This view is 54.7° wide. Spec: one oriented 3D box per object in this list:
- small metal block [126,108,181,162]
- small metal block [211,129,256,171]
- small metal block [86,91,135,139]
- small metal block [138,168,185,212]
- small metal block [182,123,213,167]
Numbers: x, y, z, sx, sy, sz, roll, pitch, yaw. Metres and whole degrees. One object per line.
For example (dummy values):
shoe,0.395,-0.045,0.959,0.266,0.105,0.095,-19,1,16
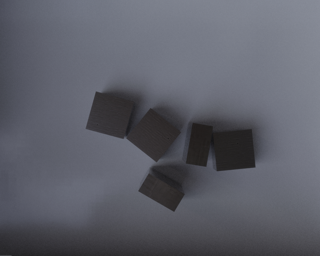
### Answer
small metal block,-0.008,0.009,0.409,0.050,0.025,0.050,39,90,-1
small metal block,0.096,0.028,0.410,0.050,0.025,0.050,-6,90,-1
small metal block,-0.064,-0.016,0.408,0.050,0.025,0.050,15,90,-1
small metal block,0.002,0.077,0.397,0.050,0.050,0.025,30,91,-1
small metal block,0.047,0.020,0.398,0.025,0.050,0.050,10,90,-1
